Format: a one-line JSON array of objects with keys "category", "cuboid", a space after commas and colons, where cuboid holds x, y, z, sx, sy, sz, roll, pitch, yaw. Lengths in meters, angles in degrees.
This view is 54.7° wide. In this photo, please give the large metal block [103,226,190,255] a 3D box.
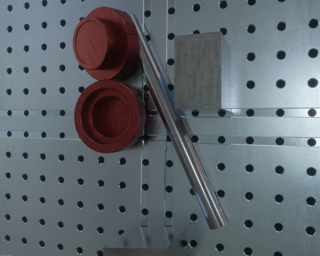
[{"category": "large metal block", "cuboid": [-0.013, 0.161, 0.388, 0.080, 0.080, 0.050, -7, 88, 20]}]

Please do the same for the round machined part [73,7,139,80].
[{"category": "round machined part", "cuboid": [-0.079, -0.112, 0.416, 0.098, 0.042, 0.097, 7, 102, 35]}]

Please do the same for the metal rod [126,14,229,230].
[{"category": "metal rod", "cuboid": [0.015, -0.014, 0.407, 0.025, 0.025, 0.299, -26, 82, 18]}]

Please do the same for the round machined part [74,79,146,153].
[{"category": "round machined part", "cuboid": [-0.064, -0.015, 0.426, 0.098, 0.042, 0.097, 0, 90, 20]}]

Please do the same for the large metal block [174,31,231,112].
[{"category": "large metal block", "cuboid": [0.053, -0.060, 0.364, 0.050, 0.080, 0.079, 0, 90, 20]}]
